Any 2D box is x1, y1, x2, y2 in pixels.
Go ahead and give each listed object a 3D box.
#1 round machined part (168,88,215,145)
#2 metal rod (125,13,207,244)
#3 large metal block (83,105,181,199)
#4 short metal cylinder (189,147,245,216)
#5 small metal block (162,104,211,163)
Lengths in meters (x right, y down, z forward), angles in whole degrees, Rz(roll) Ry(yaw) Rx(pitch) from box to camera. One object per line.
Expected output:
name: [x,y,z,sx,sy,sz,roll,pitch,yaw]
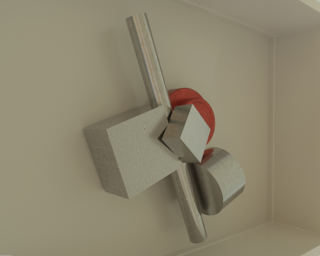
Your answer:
round machined part: [0.038,-0.007,0.427,0.099,0.042,0.097,0,90,-40]
metal rod: [0.013,0.011,0.390,0.025,0.025,0.298,-26,107,-37]
large metal block: [-0.030,0.024,0.361,0.081,0.050,0.080,-26,107,-37]
short metal cylinder: [0.069,0.073,0.430,0.050,0.080,0.080,-26,107,-37]
small metal block: [0.033,0.007,0.372,0.050,0.025,0.050,50,49,-37]
